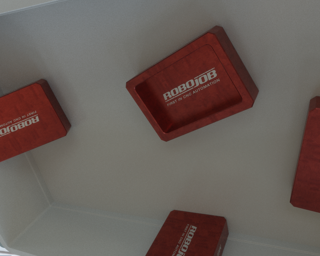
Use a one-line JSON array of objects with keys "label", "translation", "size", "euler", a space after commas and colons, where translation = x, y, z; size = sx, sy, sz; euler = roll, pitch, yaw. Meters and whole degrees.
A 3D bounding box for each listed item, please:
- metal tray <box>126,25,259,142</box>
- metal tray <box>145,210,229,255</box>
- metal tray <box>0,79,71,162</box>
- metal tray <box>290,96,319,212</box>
[{"label": "metal tray", "translation": [0.033, -0.045, 0.359], "size": [0.130, 0.030, 0.090], "euler": [-24, 106, 36]}, {"label": "metal tray", "translation": [0.035, 0.174, 0.430], "size": [0.090, 0.131, 0.030], "euler": [0, 119, 28]}, {"label": "metal tray", "translation": [-0.217, -0.009, 0.475], "size": [0.130, 0.030, 0.090], "euler": [-22, 110, 4]}, {"label": "metal tray", "translation": [0.195, 0.036, 0.325], "size": [0.090, 0.030, 0.129], "euler": [10, 123, 22]}]
